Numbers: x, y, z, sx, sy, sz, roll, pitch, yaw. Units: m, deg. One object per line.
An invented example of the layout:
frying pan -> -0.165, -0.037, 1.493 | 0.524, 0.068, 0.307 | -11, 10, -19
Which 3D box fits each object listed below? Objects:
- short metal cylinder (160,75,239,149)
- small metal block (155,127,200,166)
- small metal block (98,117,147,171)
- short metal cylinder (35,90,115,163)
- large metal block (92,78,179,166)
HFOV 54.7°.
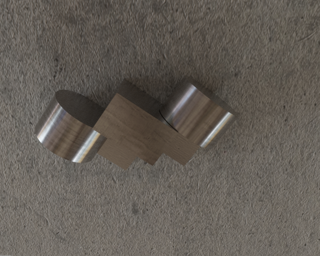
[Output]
short metal cylinder -> 0.047, -0.020, 0.375 | 0.080, 0.080, 0.050 | 34, 107, -12
small metal block -> 0.026, 0.015, 0.417 | 0.050, 0.025, 0.050 | 34, 107, -12
small metal block -> -0.052, 0.021, 0.419 | 0.050, 0.025, 0.050 | 34, 107, -12
short metal cylinder -> -0.103, -0.003, 0.380 | 0.080, 0.080, 0.050 | 33, 107, -12
large metal block -> -0.027, -0.011, 0.378 | 0.080, 0.080, 0.050 | 33, 107, -12
